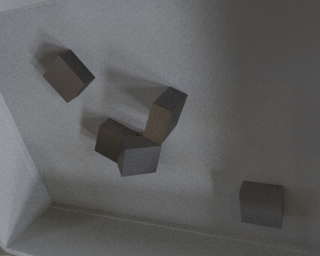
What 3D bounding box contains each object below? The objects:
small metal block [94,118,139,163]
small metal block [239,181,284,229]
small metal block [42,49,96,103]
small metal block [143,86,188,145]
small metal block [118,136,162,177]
[{"bbox_3d":[-0.064,0.021,0.454,0.050,0.025,0.050,28,128,10],"label":"small metal block"},{"bbox_3d":[0.132,0.099,0.400,0.050,0.025,0.050,3,120,26],"label":"small metal block"},{"bbox_3d":[-0.126,-0.071,0.429,0.050,0.025,0.050,49,128,-7],"label":"small metal block"},{"bbox_3d":[0.007,-0.016,0.378,0.025,0.050,0.050,27,128,11],"label":"small metal block"},{"bbox_3d":[-0.029,0.038,0.428,0.050,0.025,0.050,-4,129,-22],"label":"small metal block"}]
